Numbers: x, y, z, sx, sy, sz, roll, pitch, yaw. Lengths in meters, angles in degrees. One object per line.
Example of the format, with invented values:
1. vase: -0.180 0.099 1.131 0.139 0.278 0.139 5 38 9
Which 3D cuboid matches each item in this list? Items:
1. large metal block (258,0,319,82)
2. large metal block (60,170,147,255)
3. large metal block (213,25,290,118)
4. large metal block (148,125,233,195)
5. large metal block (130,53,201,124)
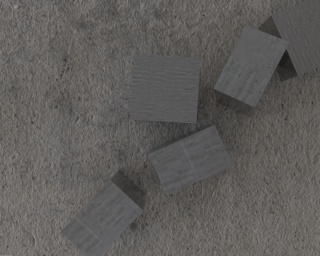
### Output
1. large metal block: 0.187 -0.116 0.399 0.080 0.050 0.080 -24 90 0
2. large metal block: -0.064 0.103 0.382 0.050 0.080 0.080 44 90 0
3. large metal block: 0.109 -0.064 0.378 0.050 0.080 0.080 27 90 14
4. large metal block: 0.034 0.035 0.383 0.080 0.080 0.050 -24 90 0
5. large metal block: 0.006 -0.048 0.397 0.080 0.050 0.080 4 90 0
